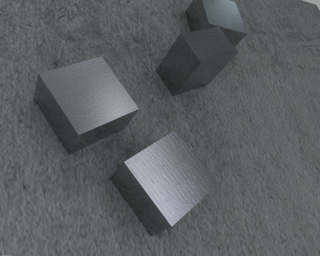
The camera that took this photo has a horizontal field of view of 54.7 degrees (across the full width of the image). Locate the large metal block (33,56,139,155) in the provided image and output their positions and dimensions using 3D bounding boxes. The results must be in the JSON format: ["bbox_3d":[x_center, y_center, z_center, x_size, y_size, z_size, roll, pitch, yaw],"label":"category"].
[{"bbox_3d":[-0.086,-0.028,0.359,0.081,0.050,0.080,-27,77,-37],"label":"large metal block"}]

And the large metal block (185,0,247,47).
[{"bbox_3d":[0.100,-0.191,0.560,0.081,0.050,0.080,5,60,-26],"label":"large metal block"}]

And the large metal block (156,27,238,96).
[{"bbox_3d":[0.053,-0.098,0.459,0.081,0.080,0.050,-22,74,-36],"label":"large metal block"}]

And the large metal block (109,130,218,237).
[{"bbox_3d":[0.004,0.061,0.354,0.081,0.050,0.080,-31,79,-38],"label":"large metal block"}]
